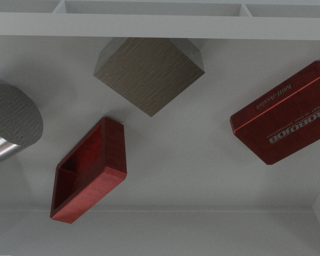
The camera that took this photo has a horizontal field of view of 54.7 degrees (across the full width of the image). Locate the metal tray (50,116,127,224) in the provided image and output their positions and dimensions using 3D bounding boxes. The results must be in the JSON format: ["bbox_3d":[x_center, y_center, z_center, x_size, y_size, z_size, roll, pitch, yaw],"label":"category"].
[{"bbox_3d":[-0.096,0.057,0.410,0.030,0.090,0.130,27,125,-33],"label":"metal tray"}]

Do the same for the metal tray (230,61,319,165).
[{"bbox_3d":[0.169,-0.013,0.397,0.130,0.030,0.090,-36,122,26],"label":"metal tray"}]

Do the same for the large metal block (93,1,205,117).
[{"bbox_3d":[-0.011,-0.071,0.332,0.080,0.050,0.080,36,121,-27],"label":"large metal block"}]

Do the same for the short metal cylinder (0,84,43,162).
[{"bbox_3d":[-0.188,-0.005,0.366,0.050,0.080,0.080,-27,125,21],"label":"short metal cylinder"}]
